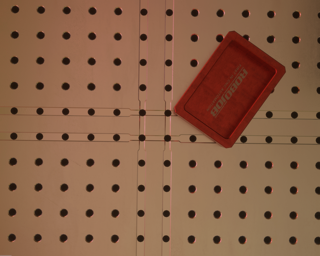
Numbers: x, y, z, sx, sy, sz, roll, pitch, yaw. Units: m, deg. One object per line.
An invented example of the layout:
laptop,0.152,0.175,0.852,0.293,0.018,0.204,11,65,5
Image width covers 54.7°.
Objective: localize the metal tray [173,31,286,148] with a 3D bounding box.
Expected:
metal tray,0.090,-0.050,0.412,0.090,0.030,0.130,36,90,-1
